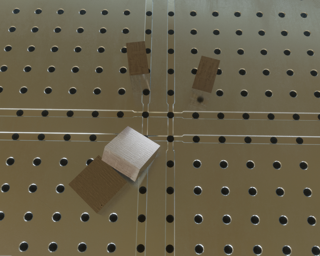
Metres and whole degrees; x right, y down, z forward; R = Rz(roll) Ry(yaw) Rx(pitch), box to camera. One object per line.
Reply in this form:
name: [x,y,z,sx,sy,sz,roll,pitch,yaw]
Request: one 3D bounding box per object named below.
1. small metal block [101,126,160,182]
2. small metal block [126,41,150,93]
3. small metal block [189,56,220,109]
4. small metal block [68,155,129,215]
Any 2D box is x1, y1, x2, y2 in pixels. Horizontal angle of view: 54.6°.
small metal block: [-0.036,0.031,0.388,0.050,0.025,0.050,31,41,11]
small metal block: [-0.030,-0.083,0.429,0.025,0.050,0.050,-7,70,-2]
small metal block: [0.060,-0.061,0.421,0.025,0.050,0.050,16,71,6]
small metal block: [-0.075,0.071,0.386,0.050,0.025,0.050,41,75,13]
